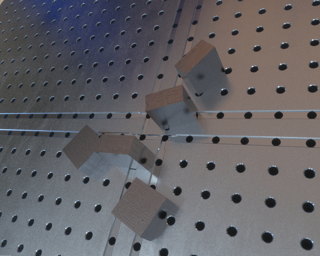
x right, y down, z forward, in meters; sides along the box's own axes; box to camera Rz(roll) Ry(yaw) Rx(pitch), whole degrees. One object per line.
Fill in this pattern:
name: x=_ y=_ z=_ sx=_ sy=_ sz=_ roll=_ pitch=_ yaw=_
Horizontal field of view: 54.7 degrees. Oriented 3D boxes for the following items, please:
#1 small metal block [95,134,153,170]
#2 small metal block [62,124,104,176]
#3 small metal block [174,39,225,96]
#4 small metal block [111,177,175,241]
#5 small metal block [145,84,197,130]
small metal block: x=-0.045 y=0.031 z=0.395 sx=0.050 sy=0.050 sz=0.025 roll=2 pitch=63 yaw=29
small metal block: x=-0.103 y=0.031 z=0.441 sx=0.050 sy=0.025 sz=0.050 roll=-47 pitch=52 yaw=-5
small metal block: x=0.054 y=-0.079 z=0.412 sx=0.050 sy=0.050 sz=0.025 roll=-44 pitch=51 yaw=-3
small metal block: x=-0.020 y=0.093 z=0.360 sx=0.050 sy=0.025 sz=0.050 roll=27 pitch=76 yaw=37
small metal block: x=0.015 y=-0.025 z=0.399 sx=0.050 sy=0.050 sz=0.025 roll=-14 pitch=56 yaw=20
